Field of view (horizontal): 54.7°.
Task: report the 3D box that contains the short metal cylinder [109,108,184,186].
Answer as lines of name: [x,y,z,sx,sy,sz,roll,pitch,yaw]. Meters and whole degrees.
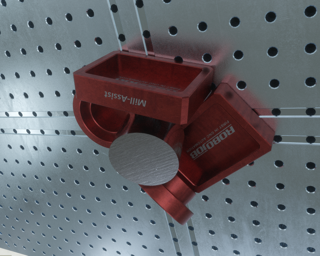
short metal cylinder: [-0.014,0.022,0.367,0.080,0.050,0.079,6,128,8]

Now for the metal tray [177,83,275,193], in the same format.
metal tray: [0.061,0.018,0.385,0.090,0.030,0.129,45,129,-4]

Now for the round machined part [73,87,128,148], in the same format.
round machined part: [-0.064,-0.023,0.418,0.098,0.042,0.097,13,124,20]

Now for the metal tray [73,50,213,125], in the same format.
metal tray: [-0.016,-0.050,0.345,0.130,0.090,0.030,14,124,19]

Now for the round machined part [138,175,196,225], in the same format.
round machined part: [0.010,0.082,0.422,0.098,0.042,0.098,43,173,7]
